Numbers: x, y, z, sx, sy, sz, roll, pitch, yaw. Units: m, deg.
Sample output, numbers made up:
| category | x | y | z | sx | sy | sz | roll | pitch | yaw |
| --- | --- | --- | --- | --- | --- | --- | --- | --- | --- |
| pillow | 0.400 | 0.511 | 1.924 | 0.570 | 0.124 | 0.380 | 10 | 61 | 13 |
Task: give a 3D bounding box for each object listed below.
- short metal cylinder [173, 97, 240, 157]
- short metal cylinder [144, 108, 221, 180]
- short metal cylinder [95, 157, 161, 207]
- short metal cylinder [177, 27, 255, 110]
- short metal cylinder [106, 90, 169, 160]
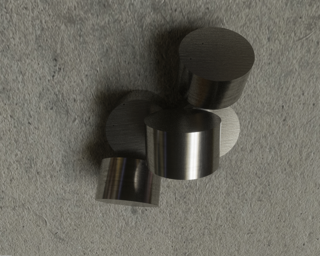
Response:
| category | x | y | z | sx | sy | sz | roll | pitch | yaw |
| --- | --- | --- | --- | --- | --- | --- | --- | --- | --- |
| short metal cylinder | 0.056 | -0.006 | 0.396 | 0.081 | 0.050 | 0.079 | 0 | 110 | -1 |
| short metal cylinder | 0.024 | 0.014 | 0.334 | 0.081 | 0.080 | 0.050 | -1 | 110 | 0 |
| short metal cylinder | -0.039 | 0.072 | 0.401 | 0.081 | 0.080 | 0.050 | 7 | 71 | -3 |
| short metal cylinder | 0.060 | -0.067 | 0.350 | 0.081 | 0.080 | 0.050 | 1 | 148 | -1 |
| short metal cylinder | -0.025 | -0.004 | 0.395 | 0.081 | 0.050 | 0.079 | 0 | 110 | -1 |
